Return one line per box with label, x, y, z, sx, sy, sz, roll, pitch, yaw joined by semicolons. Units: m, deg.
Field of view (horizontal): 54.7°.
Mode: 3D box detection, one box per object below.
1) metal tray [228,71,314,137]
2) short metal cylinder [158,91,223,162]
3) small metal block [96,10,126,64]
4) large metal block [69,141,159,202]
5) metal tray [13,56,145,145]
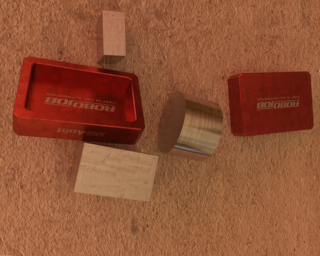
metal tray;0.169;-0.038;0.469;0.131;0.030;0.089;-5;92;-20
short metal cylinder;0.036;-0.001;0.393;0.050;0.080;0.080;14;85;-20
small metal block;-0.060;-0.107;0.373;0.025;0.050;0.050;-2;91;-20
large metal block;-0.057;0.047;0.359;0.081;0.080;0.050;12;86;-20
metal tray;-0.087;-0.030;0.347;0.131;0.030;0.090;6;49;-20
